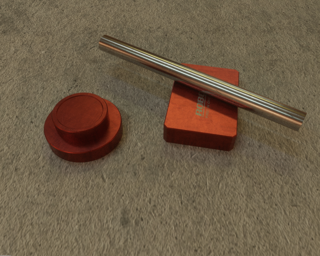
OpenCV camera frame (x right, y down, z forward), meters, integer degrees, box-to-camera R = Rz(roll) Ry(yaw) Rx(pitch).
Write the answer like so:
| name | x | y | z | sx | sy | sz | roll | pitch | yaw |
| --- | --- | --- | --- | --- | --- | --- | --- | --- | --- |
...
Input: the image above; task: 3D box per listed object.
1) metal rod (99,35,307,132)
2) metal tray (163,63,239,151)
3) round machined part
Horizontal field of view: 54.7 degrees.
| name | x | y | z | sx | sy | sz | roll | pitch | yaw |
| --- | --- | --- | --- | --- | --- | --- | --- | --- | --- |
| metal rod | 0.043 | -0.068 | 0.421 | 0.301 | 0.025 | 0.025 | 26 | 55 | 19 |
| metal tray | 0.060 | -0.034 | 0.429 | 0.090 | 0.030 | 0.130 | 8 | 50 | 6 |
| round machined part | -0.099 | -0.008 | 0.397 | 0.099 | 0.042 | 0.098 | 0 | 50 | 0 |
